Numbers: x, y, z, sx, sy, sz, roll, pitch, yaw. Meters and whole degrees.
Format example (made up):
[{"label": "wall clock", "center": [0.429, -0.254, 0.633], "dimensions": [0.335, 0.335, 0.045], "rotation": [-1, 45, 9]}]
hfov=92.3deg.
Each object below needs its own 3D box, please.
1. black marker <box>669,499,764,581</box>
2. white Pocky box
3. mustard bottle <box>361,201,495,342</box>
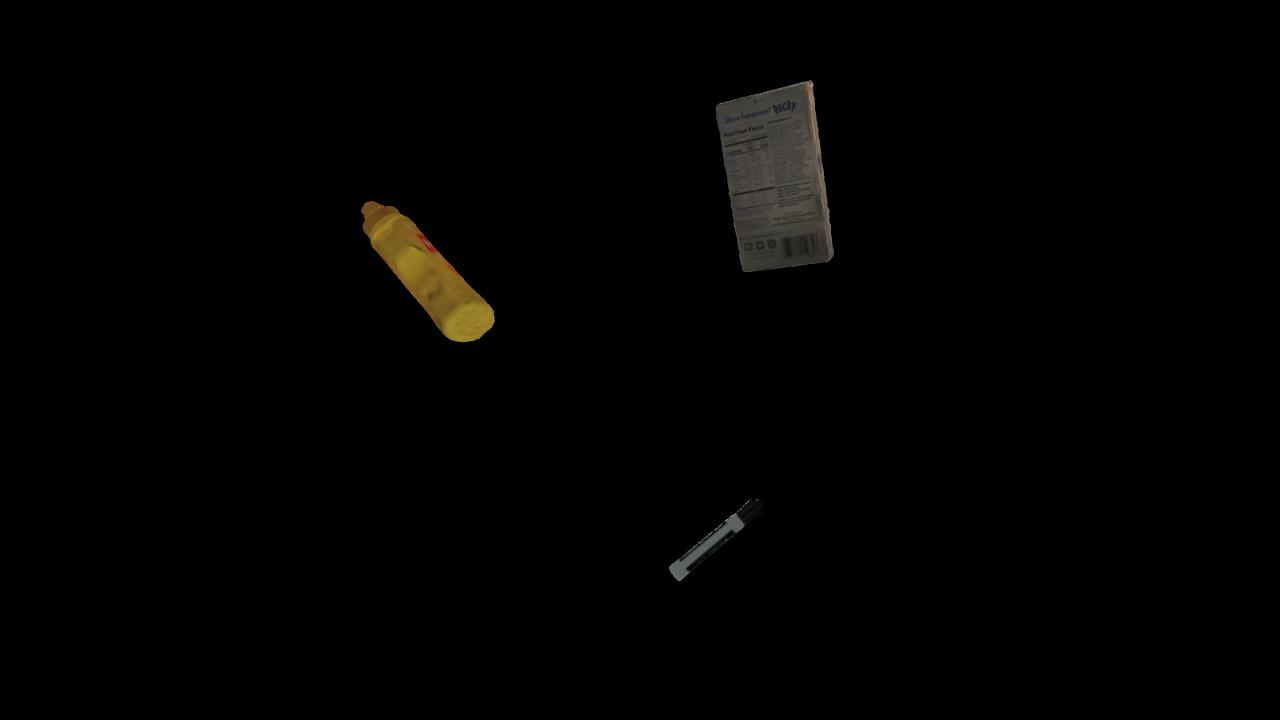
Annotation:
[{"label": "black marker", "center": [0.082, 0.189, 0.652], "dimensions": [0.121, 0.020, 0.020], "rotation": [-40, -1, 1]}, {"label": "white Pocky box", "center": [0.122, -0.160, 0.556], "dimensions": [0.084, 0.154, 0.028], "rotation": [-3, 20, 28]}, {"label": "mustard bottle", "center": [-0.234, -0.101, 0.650], "dimensions": [0.054, 0.184, 0.092], "rotation": [-44, -11, 5]}]
